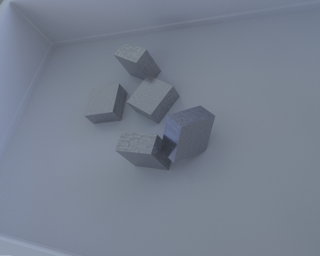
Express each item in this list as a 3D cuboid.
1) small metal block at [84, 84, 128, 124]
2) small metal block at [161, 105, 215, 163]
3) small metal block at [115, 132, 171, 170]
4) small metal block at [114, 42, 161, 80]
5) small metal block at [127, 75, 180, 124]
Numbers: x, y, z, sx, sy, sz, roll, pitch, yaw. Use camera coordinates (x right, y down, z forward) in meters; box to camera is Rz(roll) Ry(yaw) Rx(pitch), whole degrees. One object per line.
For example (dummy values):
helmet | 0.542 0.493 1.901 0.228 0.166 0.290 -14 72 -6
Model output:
small metal block | -0.081 -0.036 0.469 0.050 0.025 0.050 -6 59 24
small metal block | 0.032 0.007 0.355 0.050 0.050 0.025 -17 42 -33
small metal block | -0.018 0.029 0.380 0.050 0.050 0.025 3 64 29
small metal block | -0.033 -0.098 0.466 0.050 0.050 0.025 27 77 37
small metal block | -0.010 -0.041 0.434 0.050 0.025 0.050 30 78 37
